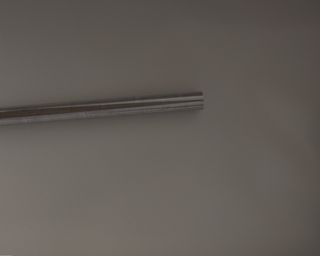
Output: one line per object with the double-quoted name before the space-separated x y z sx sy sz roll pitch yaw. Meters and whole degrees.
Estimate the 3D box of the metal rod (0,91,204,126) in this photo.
"metal rod" -0.094 -0.024 0.410 0.302 0.025 0.025 -5 90 -1
